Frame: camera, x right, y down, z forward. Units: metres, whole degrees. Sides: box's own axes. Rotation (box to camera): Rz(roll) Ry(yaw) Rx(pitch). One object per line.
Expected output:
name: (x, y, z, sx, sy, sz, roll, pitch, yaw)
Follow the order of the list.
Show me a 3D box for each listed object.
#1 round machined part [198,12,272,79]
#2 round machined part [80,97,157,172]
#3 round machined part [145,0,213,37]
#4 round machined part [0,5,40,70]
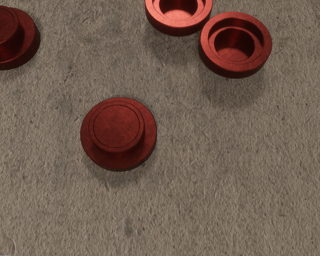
round machined part: (0.104, -0.113, 0.442, 0.099, 0.042, 0.098, 0, 70, -1)
round machined part: (-0.053, 0.004, 0.397, 0.099, 0.042, 0.098, 0, 70, -1)
round machined part: (0.027, -0.177, 0.464, 0.099, 0.042, 0.098, 0, 70, -1)
round machined part: (-0.229, -0.136, 0.446, 0.099, 0.042, 0.098, 0, 70, -1)
